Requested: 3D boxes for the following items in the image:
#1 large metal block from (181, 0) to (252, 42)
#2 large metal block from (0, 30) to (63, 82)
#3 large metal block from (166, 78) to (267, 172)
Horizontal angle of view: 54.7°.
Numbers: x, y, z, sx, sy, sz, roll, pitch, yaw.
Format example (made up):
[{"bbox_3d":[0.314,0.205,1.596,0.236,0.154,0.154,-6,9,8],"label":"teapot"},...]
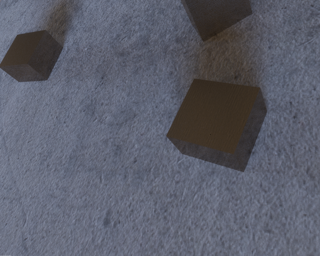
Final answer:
[{"bbox_3d":[0.076,-0.185,0.441,0.080,0.080,0.050,-29,52,10],"label":"large metal block"},{"bbox_3d":[-0.248,-0.138,0.599,0.080,0.050,0.080,2,63,28],"label":"large metal block"},{"bbox_3d":[0.067,-0.005,0.355,0.080,0.050,0.080,14,69,33],"label":"large metal block"}]
